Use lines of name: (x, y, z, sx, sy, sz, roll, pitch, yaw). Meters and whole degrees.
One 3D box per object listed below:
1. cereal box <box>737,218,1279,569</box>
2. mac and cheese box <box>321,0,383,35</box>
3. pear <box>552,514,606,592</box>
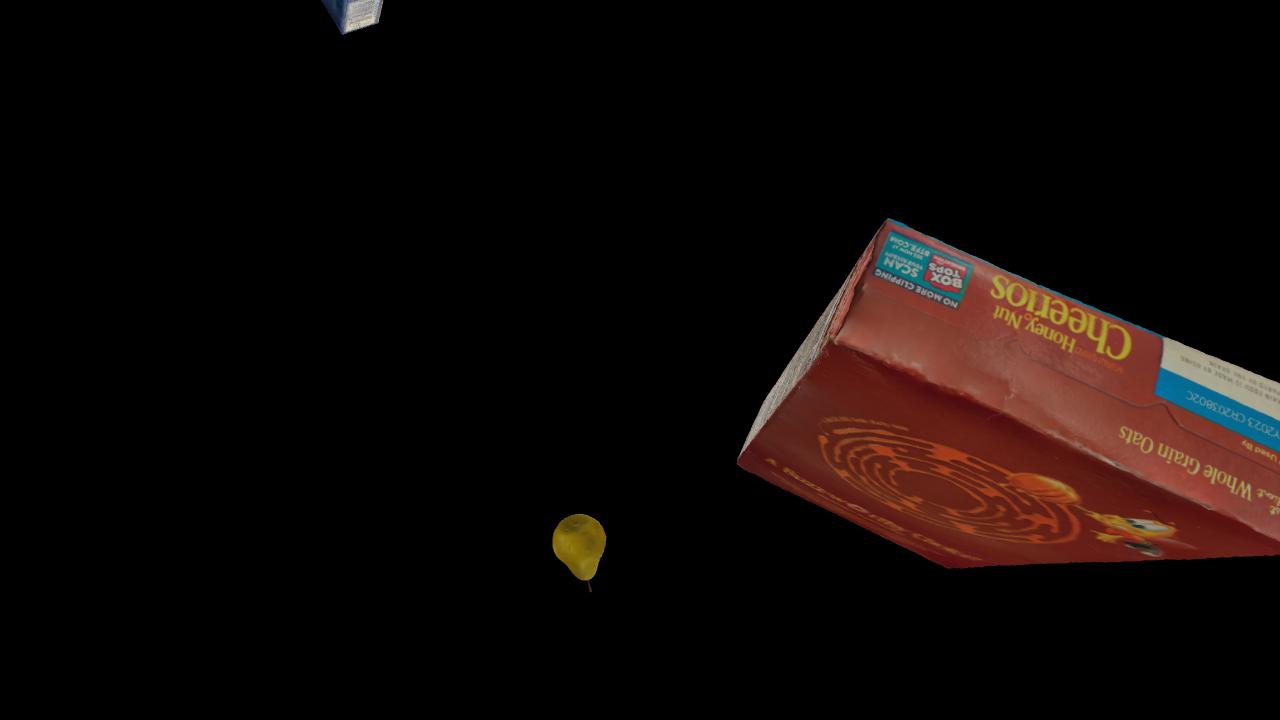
cereal box: (0.188, 0.054, 0.399, 0.203, 0.081, 0.306, 25, -18, 9)
mac and cheese box: (-0.260, -0.360, 0.465, 0.041, 0.184, 0.093, -35, 13, -25)
pear: (-0.086, 0.283, 0.899, 0.080, 0.111, 0.080, -3, 20, 1)
